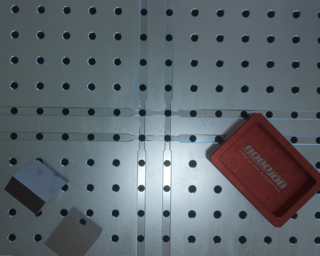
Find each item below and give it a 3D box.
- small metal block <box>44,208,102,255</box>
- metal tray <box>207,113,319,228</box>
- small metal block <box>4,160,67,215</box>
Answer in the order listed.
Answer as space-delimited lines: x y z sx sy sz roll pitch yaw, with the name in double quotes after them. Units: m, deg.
-0.115 0.145 0.412 0.050 0.025 0.050 39 90 -1 "small metal block"
0.139 0.054 0.412 0.090 0.030 0.130 -44 91 0 "metal tray"
-0.157 0.074 0.396 0.050 0.050 0.025 39 112 0 "small metal block"
